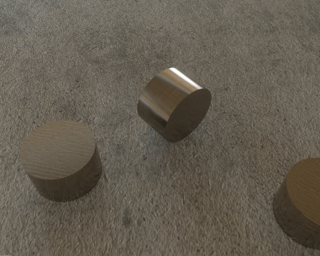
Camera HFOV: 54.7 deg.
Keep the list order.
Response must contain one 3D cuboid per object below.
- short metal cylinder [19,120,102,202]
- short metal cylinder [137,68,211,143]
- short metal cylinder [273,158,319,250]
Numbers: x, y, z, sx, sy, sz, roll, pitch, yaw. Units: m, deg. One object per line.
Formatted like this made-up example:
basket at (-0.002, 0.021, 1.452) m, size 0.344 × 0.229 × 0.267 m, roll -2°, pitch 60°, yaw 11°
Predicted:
short metal cylinder at (-0.111, 0.037, 0.355) m, size 0.080 × 0.050 × 0.080 m, roll 0°, pitch 50°, yaw 0°
short metal cylinder at (0.019, -0.028, 0.391) m, size 0.080 × 0.080 × 0.050 m, roll -34°, pitch 58°, yaw -25°
short metal cylinder at (0.165, 0.078, 0.322) m, size 0.080 × 0.050 × 0.080 m, roll 0°, pitch 50°, yaw 0°
